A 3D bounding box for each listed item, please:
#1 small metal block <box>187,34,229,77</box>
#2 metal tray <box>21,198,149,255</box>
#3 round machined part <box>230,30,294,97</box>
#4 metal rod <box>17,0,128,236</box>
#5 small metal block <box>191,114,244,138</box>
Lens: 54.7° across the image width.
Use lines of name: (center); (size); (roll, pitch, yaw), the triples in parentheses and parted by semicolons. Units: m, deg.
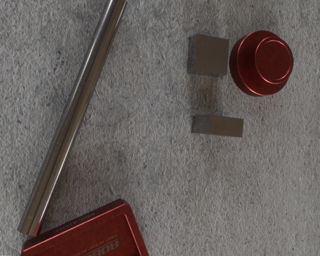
small metal block: (0.067, -0.101, 0.435); (0.050, 0.025, 0.050); (4, 89, -20)
metal tray: (-0.086, 0.154, 0.375); (0.131, 0.030, 0.090); (-22, 98, -19)
round machined part: (0.157, -0.097, 0.460); (0.099, 0.042, 0.097); (0, 90, -21)
metal rod: (-0.101, -0.022, 0.371); (0.025, 0.025, 0.299); (22, 83, -19)
small metal block: (0.078, -0.002, 0.426); (0.050, 0.050, 0.025); (6, 88, -20)
